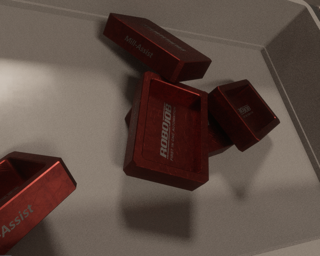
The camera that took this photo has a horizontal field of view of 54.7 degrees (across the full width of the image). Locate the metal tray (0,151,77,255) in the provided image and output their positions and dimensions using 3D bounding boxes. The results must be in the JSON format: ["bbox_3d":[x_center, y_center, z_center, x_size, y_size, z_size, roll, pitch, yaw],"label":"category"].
[{"bbox_3d":[-0.143,0.071,0.243,0.131,0.090,0.030,-45,123,-39],"label":"metal tray"}]

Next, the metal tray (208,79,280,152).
[{"bbox_3d":[0.126,-0.024,0.461,0.090,0.030,0.131,55,34,10],"label":"metal tray"}]

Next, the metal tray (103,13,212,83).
[{"bbox_3d":[-0.003,-0.112,0.430,0.130,0.030,0.091,38,29,20],"label":"metal tray"}]

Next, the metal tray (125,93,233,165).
[{"bbox_3d":[0.029,0.003,0.418,0.131,0.030,0.090,-13,69,-34],"label":"metal tray"}]

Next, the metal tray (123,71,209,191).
[{"bbox_3d":[0.011,0.001,0.369,0.091,0.030,0.130,17,55,-19],"label":"metal tray"}]
